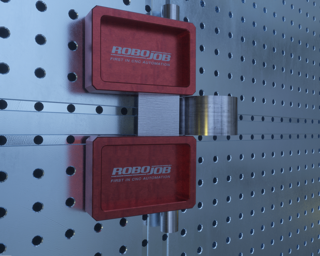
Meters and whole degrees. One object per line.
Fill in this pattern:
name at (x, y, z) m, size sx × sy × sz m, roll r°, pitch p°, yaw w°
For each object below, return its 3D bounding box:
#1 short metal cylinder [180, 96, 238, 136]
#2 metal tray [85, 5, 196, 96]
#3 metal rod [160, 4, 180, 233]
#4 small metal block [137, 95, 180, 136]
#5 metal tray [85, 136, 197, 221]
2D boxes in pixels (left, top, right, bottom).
short metal cylinder at (0.065, -0.016, 0.424) m, size 0.081 × 0.080 × 0.050 m, roll 0°, pitch 90°, yaw -40°
metal tray at (-0.020, -0.085, 0.366) m, size 0.131 × 0.030 × 0.089 m, roll 0°, pitch 90°, yaw -28°
metal rod at (0.013, -0.013, 0.415) m, size 0.025 × 0.025 × 0.298 m, roll 0°, pitch 90°, yaw -40°
small metal block at (-0.003, -0.015, 0.388) m, size 0.050 × 0.025 × 0.050 m, roll 1°, pitch 90°, yaw -9°
metal tray at (-0.019, 0.054, 0.367) m, size 0.131 × 0.030 × 0.089 m, roll 0°, pitch 90°, yaw -28°
